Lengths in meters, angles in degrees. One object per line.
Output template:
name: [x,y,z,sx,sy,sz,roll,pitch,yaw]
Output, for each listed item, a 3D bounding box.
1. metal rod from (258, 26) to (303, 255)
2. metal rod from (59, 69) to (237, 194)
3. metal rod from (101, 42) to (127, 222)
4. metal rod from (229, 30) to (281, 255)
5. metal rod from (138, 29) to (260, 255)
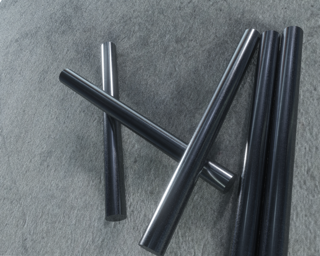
metal rod: [0.130,0.012,0.327,0.025,0.025,0.300,1,62,28]
metal rod: [-0.035,-0.010,0.403,0.300,0.025,0.025,33,80,30]
metal rod: [-0.070,-0.016,0.448,0.025,0.025,0.299,-20,54,16]
metal rod: [0.106,0.014,0.338,0.025,0.025,0.300,1,62,28]
metal rod: [0.057,-0.006,0.346,0.025,0.025,0.300,11,58,32]
